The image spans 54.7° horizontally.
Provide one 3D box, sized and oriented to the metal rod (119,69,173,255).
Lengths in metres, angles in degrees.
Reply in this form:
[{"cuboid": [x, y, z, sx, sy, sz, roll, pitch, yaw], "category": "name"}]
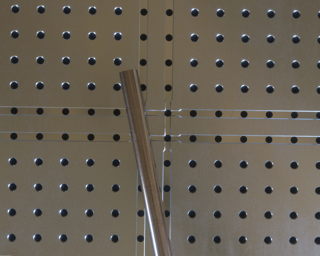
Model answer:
[{"cuboid": [-0.014, 0.072, 0.413, 0.025, 0.025, 0.298, -11, 90, 0], "category": "metal rod"}]
